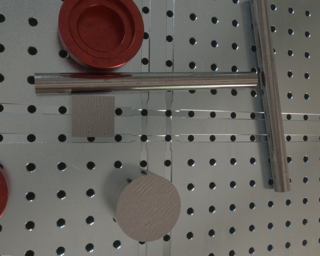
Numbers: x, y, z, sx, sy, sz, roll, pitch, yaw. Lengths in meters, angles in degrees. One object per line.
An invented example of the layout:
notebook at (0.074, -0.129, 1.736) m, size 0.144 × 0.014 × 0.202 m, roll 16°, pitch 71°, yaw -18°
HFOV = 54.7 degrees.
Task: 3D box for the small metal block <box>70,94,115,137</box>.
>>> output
small metal block at (-0.083, -0.014, 0.382) m, size 0.050 × 0.025 × 0.050 m, roll 1°, pitch 90°, yaw -20°

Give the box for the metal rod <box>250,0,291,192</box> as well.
metal rod at (0.169, -0.051, 0.474) m, size 0.025 × 0.025 × 0.298 m, roll -9°, pitch 93°, yaw -20°

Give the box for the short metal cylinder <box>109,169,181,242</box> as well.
short metal cylinder at (-0.021, 0.095, 0.392) m, size 0.081 × 0.050 × 0.080 m, roll 0°, pitch 90°, yaw -20°

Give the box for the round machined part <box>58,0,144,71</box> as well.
round machined part at (-0.072, -0.118, 0.377) m, size 0.099 × 0.042 × 0.097 m, roll 0°, pitch 90°, yaw -20°

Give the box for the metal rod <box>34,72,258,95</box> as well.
metal rod at (-0.003, -0.062, 0.411) m, size 0.303 × 0.025 × 0.025 m, roll -4°, pitch 92°, yaw -20°

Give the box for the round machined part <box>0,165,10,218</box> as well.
round machined part at (-0.214, 0.073, 0.325) m, size 0.099 × 0.042 × 0.097 m, roll 0°, pitch 90°, yaw -20°
